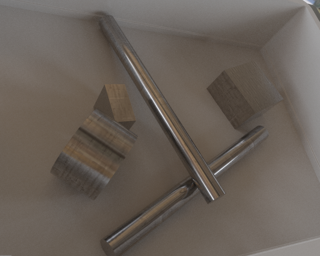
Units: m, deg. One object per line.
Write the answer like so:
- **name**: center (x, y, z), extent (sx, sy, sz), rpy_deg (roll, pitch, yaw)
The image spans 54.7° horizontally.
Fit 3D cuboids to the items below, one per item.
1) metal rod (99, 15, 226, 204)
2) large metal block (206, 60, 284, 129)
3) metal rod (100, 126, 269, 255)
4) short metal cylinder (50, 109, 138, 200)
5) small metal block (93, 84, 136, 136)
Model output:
- **metal rod**: center (-0.007, -0.038, 0.408), extent (0.025, 0.025, 0.299), rpy_deg (-16, 65, -35)
- **large metal block**: center (0.137, -0.055, 0.499), extent (0.081, 0.050, 0.080), rpy_deg (-23, 74, -36)
- **metal rod**: center (0.055, 0.064, 0.397), extent (0.302, 0.025, 0.025), rpy_deg (-28, 78, -38)
- **short metal cylinder**: center (-0.066, 0.027, 0.319), extent (0.050, 0.080, 0.080), rpy_deg (35, 51, -6)
- **small metal block**: center (-0.056, -0.018, 0.371), extent (0.025, 0.050, 0.050), rpy_deg (-5, 65, -31)
